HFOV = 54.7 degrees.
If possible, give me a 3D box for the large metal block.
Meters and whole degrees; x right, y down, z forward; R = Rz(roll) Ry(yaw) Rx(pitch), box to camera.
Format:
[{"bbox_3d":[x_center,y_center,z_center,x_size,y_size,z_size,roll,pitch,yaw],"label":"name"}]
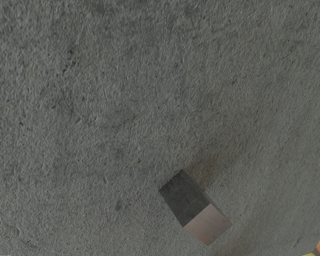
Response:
[{"bbox_3d":[0.054,0.122,0.476,0.050,0.080,0.080,-42,129,1],"label":"large metal block"}]
